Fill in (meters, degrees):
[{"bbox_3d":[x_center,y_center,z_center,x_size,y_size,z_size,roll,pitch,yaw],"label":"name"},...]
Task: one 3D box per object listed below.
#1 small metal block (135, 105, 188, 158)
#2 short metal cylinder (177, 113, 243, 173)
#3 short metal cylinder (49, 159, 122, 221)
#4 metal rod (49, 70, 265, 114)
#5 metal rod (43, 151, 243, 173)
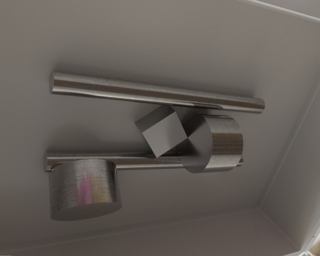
[{"bbox_3d":[0.002,0.004,0.412,0.050,0.025,0.050,-33,129,-7],"label":"small metal block"},{"bbox_3d":[0.066,0.021,0.422,0.050,0.080,0.079,2,118,-30],"label":"short metal cylinder"},{"bbox_3d":[-0.088,0.075,0.367,0.081,0.050,0.080,-10,155,-5],"label":"short metal cylinder"},{"bbox_3d":[0.019,-0.040,0.393,0.303,0.025,0.025,3,117,-30],"label":"metal rod"},{"bbox_3d":[-0.002,0.045,0.435,0.303,0.025,0.025,3,117,-30],"label":"metal rod"}]
